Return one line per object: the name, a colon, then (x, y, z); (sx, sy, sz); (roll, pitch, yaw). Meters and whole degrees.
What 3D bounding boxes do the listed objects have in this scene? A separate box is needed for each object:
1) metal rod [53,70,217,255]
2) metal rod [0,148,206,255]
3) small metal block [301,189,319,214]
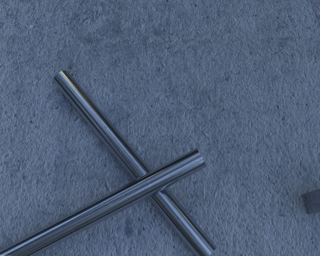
metal rod: (-0.041, 0.037, 0.394); (0.025, 0.025, 0.300); (-38, 75, -13)
metal rod: (-0.086, 0.103, 0.352); (0.301, 0.025, 0.025); (-27, 73, -3)
small metal block: (0.207, 0.084, 0.367); (0.050, 0.050, 0.025); (-9, 71, -4)
